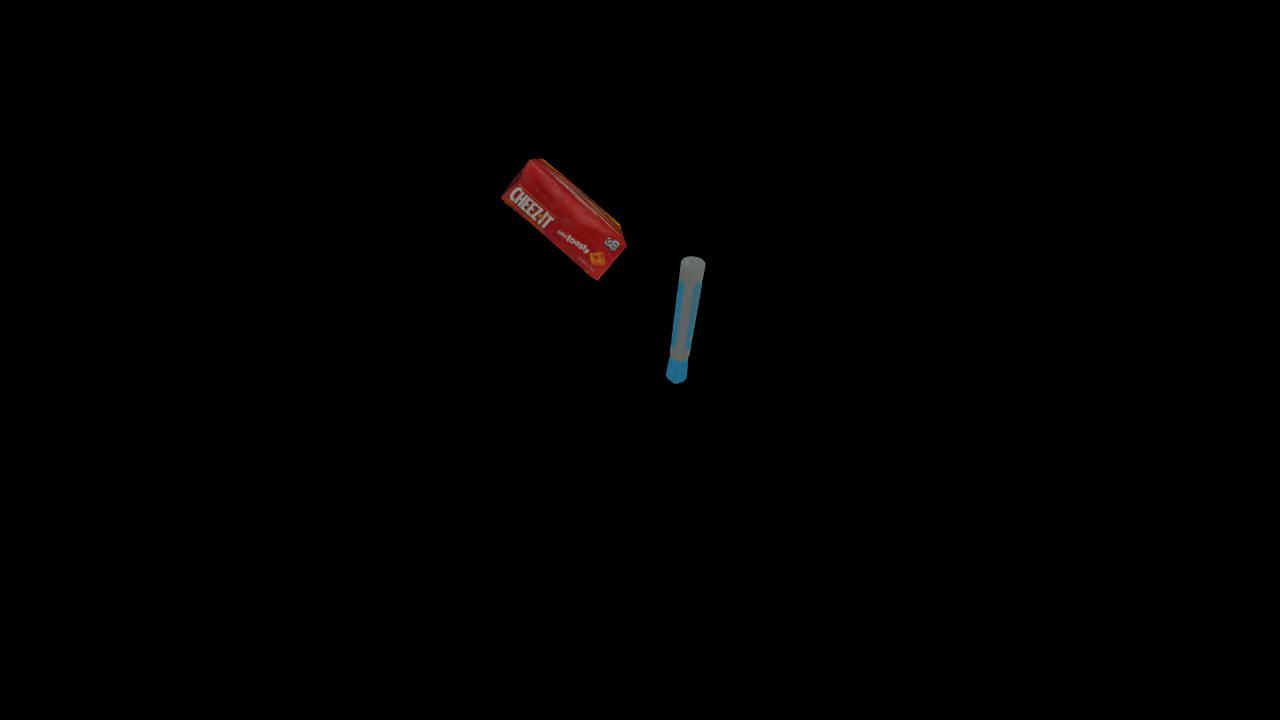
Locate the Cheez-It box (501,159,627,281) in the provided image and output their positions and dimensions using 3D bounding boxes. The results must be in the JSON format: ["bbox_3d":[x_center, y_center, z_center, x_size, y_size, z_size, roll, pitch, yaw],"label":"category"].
[{"bbox_3d":[-0.104,-0.210,0.887,0.166,0.071,0.223,39,11,-16],"label":"Cheez-It box"}]

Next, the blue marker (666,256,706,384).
[{"bbox_3d":[0.036,-0.028,0.502,0.020,0.121,0.020,3,40,-3],"label":"blue marker"}]
